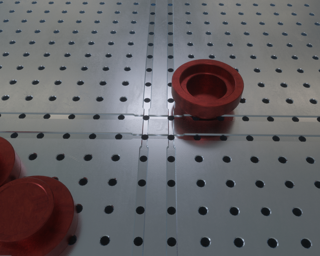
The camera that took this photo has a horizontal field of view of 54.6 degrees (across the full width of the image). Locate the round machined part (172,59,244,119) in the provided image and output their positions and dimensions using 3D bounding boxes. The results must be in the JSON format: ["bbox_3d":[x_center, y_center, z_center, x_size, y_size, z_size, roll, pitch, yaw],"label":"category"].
[{"bbox_3d":[0.065,-0.051,0.440,0.099,0.042,0.098,0,50,0],"label":"round machined part"}]

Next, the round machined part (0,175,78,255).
[{"bbox_3d":[-0.139,0.091,0.320,0.099,0.042,0.098,0,50,0],"label":"round machined part"}]

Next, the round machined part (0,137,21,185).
[{"bbox_3d":[-0.219,0.044,0.358,0.099,0.042,0.098,0,50,0],"label":"round machined part"}]
